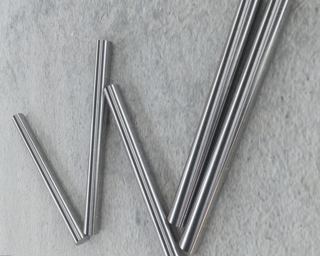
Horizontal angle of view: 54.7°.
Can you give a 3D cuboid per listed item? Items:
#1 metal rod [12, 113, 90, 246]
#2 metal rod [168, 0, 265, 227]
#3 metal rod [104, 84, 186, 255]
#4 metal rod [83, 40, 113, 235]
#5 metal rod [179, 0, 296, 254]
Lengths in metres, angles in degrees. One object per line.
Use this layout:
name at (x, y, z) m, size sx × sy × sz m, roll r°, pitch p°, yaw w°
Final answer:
metal rod at (-0.210, 0.081, 0.574) m, size 0.300 × 0.025 × 0.025 m, roll 51°, pitch 120°, yaw 27°
metal rod at (0.063, -0.023, 0.351) m, size 0.025 × 0.025 × 0.298 m, roll 27°, pitch 106°, yaw 36°
metal rod at (-0.017, 0.073, 0.416) m, size 0.025 × 0.025 × 0.299 m, roll -35°, pitch 69°, yaw 34°
metal rod at (-0.097, 0.017, 0.481) m, size 0.025 × 0.025 × 0.298 m, roll 8°, pitch 95°, yaw 39°
metal rod at (0.078, 0.005, 0.338) m, size 0.025 × 0.025 × 0.298 m, roll 28°, pitch 107°, yaw 36°
